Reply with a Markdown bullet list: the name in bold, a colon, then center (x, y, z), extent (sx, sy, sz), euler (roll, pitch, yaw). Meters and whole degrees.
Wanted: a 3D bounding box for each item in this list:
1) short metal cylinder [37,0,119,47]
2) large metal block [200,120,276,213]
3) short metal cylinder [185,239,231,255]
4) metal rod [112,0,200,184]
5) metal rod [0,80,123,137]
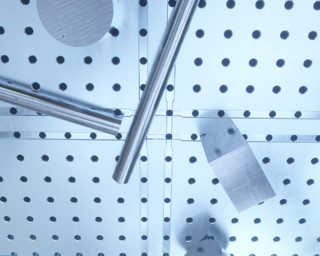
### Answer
- **short metal cylinder**: center (-0.089, -0.135, 0.349), extent (0.081, 0.050, 0.079), euler (0, 110, 0)
- **large metal block**: center (0.098, 0.047, 0.402), extent (0.050, 0.080, 0.080), euler (-29, 108, 10)
- **short metal cylinder**: center (0.074, 0.217, 0.465), extent (0.080, 0.080, 0.050), euler (-38, 106, 13)
- **metal rod**: center (-0.003, -0.059, 0.391), extent (0.025, 0.025, 0.298), euler (20, 109, -7)
- **metal rod**: center (-0.196, -0.045, 0.394), extent (0.302, 0.025, 0.025), euler (17, 109, -7)
